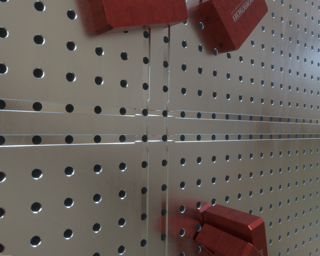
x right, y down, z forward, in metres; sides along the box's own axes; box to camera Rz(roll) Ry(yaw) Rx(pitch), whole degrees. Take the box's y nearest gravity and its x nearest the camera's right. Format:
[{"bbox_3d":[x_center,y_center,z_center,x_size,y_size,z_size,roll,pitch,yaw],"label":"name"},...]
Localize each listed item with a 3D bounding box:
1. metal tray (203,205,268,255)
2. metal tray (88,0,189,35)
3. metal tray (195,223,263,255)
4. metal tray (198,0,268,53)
[{"bbox_3d":[0.115,0.189,0.465,0.030,0.090,0.129,-15,101,-36],"label":"metal tray"},{"bbox_3d":[-0.027,-0.171,0.385,0.131,0.030,0.089,-22,104,-38],"label":"metal tray"},{"bbox_3d":[0.123,0.202,0.468,0.130,0.090,0.030,48,67,-29],"label":"metal tray"},{"bbox_3d":[0.126,-0.198,0.514,0.130,0.030,0.090,-51,120,-28],"label":"metal tray"}]
